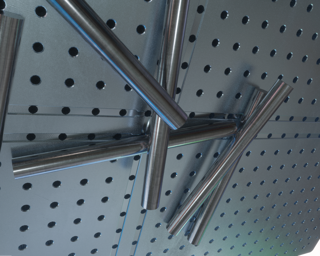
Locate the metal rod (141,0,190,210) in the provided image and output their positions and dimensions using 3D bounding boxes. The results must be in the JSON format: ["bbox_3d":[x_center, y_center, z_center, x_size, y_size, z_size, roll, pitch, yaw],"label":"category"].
[{"bbox_3d":[0.005,-0.035,0.369,0.025,0.025,0.298,-3,113,-27],"label":"metal rod"}]

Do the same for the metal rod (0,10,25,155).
[{"bbox_3d":[-0.184,0.029,0.328,0.025,0.025,0.298,8,115,-32],"label":"metal rod"}]

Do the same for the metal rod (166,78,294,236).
[{"bbox_3d":[0.098,0.056,0.479,0.025,0.025,0.299,18,115,-35],"label":"metal rod"}]

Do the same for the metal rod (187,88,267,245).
[{"bbox_3d":[0.108,0.076,0.515,0.025,0.025,0.298,5,116,-31],"label":"metal rod"}]

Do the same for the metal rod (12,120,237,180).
[{"bbox_3d":[-0.028,0.023,0.409,0.302,0.025,0.025,-10,123,-23],"label":"metal rod"}]

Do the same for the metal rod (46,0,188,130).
[{"bbox_3d":[-0.070,-0.099,0.281,0.025,0.025,0.300,-44,120,2],"label":"metal rod"}]
